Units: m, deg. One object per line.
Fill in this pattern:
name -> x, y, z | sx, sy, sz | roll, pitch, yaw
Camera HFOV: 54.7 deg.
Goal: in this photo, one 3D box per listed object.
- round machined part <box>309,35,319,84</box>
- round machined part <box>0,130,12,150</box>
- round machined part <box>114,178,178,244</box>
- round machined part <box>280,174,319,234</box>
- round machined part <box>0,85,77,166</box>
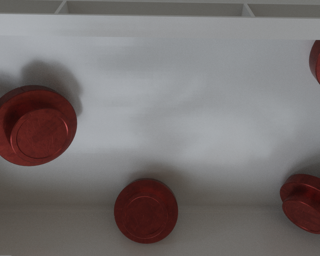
round machined part -> 0.221, -0.075, 0.336 | 0.099, 0.042, 0.097 | 0, 130, 0
round machined part -> -0.241, 0.013, 0.382 | 0.098, 0.098, 0.042 | -10, 96, 8
round machined part -> -0.022, 0.128, 0.472 | 0.099, 0.042, 0.097 | 0, 89, 2
round machined part -> 0.226, 0.120, 0.466 | 0.098, 0.042, 0.097 | 36, 151, 24
round machined part -> -0.144, 0.002, 0.365 | 0.099, 0.042, 0.097 | -19, 122, -32
